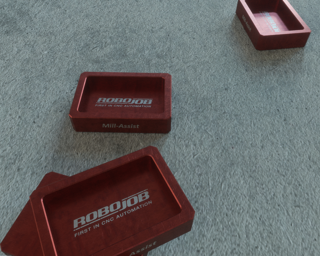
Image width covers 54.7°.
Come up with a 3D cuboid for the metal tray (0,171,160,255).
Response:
[{"bbox_3d":[-0.075,0.103,0.312,0.131,0.030,0.090,14,51,11],"label":"metal tray"}]

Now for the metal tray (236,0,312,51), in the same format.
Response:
[{"bbox_3d":[0.202,-0.195,0.564,0.091,0.030,0.130,-6,50,-5],"label":"metal tray"}]

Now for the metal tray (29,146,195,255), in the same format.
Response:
[{"bbox_3d":[-0.045,0.078,0.293,0.131,0.030,0.090,-20,53,-17],"label":"metal tray"}]

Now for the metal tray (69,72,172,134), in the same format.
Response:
[{"bbox_3d":[-0.050,-0.037,0.430,0.131,0.030,0.090,1,50,1],"label":"metal tray"}]
